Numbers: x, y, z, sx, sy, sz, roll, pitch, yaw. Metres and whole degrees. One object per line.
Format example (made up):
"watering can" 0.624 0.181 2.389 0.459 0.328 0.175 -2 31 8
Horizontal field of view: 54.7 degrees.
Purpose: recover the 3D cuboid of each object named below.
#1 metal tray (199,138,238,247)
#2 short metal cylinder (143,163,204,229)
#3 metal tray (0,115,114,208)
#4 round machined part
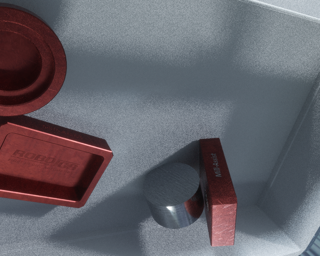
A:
"metal tray" 0.078 0.086 0.438 0.030 0.130 0.089 -4 124 2
"short metal cylinder" 0.020 0.096 0.445 0.080 0.080 0.050 -25 128 -13
"metal tray" -0.132 0.042 0.359 0.131 0.030 0.090 21 107 -36
"round machined part" -0.140 -0.063 0.283 0.099 0.042 0.097 -14 125 -21
